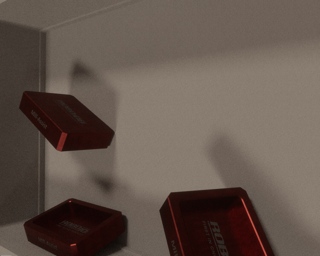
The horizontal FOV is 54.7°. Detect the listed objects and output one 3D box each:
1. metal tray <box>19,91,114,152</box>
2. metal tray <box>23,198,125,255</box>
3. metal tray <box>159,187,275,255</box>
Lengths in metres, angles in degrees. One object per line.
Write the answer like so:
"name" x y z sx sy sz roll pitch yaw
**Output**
"metal tray" -0.146 -0.013 0.481 0.130 0.091 0.030 37 113 33
"metal tray" -0.129 0.148 0.464 0.130 0.091 0.030 2 107 39
"metal tray" 0.059 0.121 0.287 0.030 0.091 0.130 113 149 -45
